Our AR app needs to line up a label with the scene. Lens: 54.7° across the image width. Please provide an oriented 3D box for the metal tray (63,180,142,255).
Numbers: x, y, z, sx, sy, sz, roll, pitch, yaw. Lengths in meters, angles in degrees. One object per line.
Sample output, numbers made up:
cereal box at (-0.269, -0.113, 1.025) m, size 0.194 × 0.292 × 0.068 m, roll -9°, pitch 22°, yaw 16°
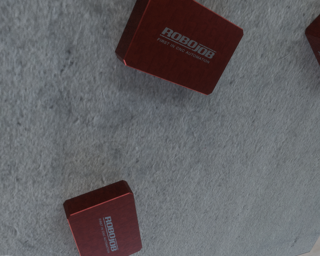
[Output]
metal tray at (-0.079, 0.145, 0.452) m, size 0.091 × 0.030 × 0.129 m, roll -18°, pitch 126°, yaw -19°

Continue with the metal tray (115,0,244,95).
metal tray at (0.025, -0.098, 0.358) m, size 0.131 × 0.030 × 0.089 m, roll 14°, pitch 111°, yaw -35°

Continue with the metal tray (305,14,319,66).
metal tray at (0.286, -0.136, 0.478) m, size 0.090 × 0.030 × 0.130 m, roll -47°, pitch 130°, yaw 5°
